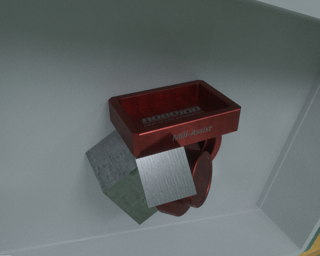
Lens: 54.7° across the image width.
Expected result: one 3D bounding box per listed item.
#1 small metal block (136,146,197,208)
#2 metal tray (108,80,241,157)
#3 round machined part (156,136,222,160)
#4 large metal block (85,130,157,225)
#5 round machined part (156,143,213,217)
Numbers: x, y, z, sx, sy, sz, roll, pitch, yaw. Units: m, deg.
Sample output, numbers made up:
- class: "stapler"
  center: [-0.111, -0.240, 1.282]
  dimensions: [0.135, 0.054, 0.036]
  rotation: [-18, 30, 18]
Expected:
- class: "small metal block"
  center: [0.006, 0.050, 0.322]
  dimensions: [0.050, 0.025, 0.050]
  rotation: [-15, 87, -5]
- class: "metal tray"
  center: [0.016, -0.017, 0.364]
  dimensions: [0.131, 0.090, 0.030]
  rotation: [-14, 125, -21]
- class: "round machined part"
  center: [0.033, 0.018, 0.428]
  dimensions: [0.099, 0.042, 0.097]
  rotation: [-14, 125, -21]
- class: "large metal block"
  center: [-0.040, 0.060, 0.388]
  dimensions: [0.050, 0.080, 0.080]
  rotation: [-38, 130, -3]
- class: "round machined part"
  center: [0.033, 0.059, 0.377]
  dimensions: [0.099, 0.042, 0.097]
  rotation: [-21, 114, -59]
